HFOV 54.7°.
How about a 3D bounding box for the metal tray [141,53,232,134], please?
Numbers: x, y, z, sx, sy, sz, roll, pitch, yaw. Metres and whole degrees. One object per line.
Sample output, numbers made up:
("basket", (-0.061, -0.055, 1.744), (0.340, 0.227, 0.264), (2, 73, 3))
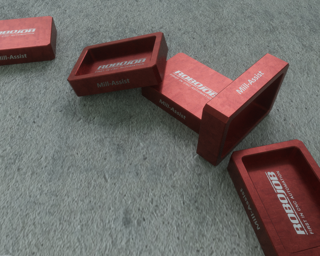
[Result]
("metal tray", (0.048, -0.051, 0.443), (0.130, 0.030, 0.090), (36, 59, 26))

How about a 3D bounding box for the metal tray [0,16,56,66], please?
("metal tray", (-0.245, -0.147, 0.521), (0.131, 0.030, 0.090), (-8, 50, -7))

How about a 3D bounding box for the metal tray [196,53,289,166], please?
("metal tray", (0.101, -0.023, 0.380), (0.030, 0.090, 0.131), (36, 59, 26))

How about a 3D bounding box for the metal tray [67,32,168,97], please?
("metal tray", (-0.058, -0.093, 0.450), (0.130, 0.030, 0.090), (-6, 44, 16))

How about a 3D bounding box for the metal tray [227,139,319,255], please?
("metal tray", (0.139, 0.077, 0.335), (0.091, 0.030, 0.130), (-10, 51, -9))
